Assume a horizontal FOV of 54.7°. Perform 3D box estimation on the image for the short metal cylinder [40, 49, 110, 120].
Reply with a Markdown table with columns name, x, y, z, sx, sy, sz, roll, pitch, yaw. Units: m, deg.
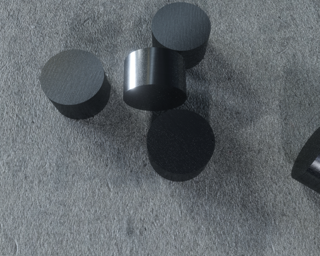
| name | x | y | z | sx | sy | sz | roll | pitch | yaw |
| --- | --- | --- | --- | --- | --- | --- | --- | --- | --- |
| short metal cylinder | -0.111 | -0.057 | 0.415 | 0.081 | 0.050 | 0.080 | 0 | 70 | 0 |

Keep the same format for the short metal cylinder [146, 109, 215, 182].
| name | x | y | z | sx | sy | sz | roll | pitch | yaw |
| --- | --- | --- | --- | --- | --- | --- | --- | --- | --- |
| short metal cylinder | 0.024 | 0.023 | 0.386 | 0.081 | 0.050 | 0.080 | 0 | 70 | 0 |

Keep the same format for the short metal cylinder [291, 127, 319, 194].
| name | x | y | z | sx | sy | sz | roll | pitch | yaw |
| --- | --- | --- | --- | --- | --- | --- | --- | --- | --- |
| short metal cylinder | 0.201 | 0.039 | 0.366 | 0.050 | 0.080 | 0.080 | 31 | 73 | 10 |

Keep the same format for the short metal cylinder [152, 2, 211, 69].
| name | x | y | z | sx | sy | sz | roll | pitch | yaw |
| --- | --- | --- | --- | --- | --- | --- | --- | --- | --- |
| short metal cylinder | 0.029 | -0.130 | 0.442 | 0.081 | 0.050 | 0.080 | 0 | 70 | 0 |

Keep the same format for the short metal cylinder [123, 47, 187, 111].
| name | x | y | z | sx | sy | sz | roll | pitch | yaw |
| --- | --- | --- | --- | --- | --- | --- | --- | --- | --- |
| short metal cylinder | -0.007 | -0.060 | 0.401 | 0.081 | 0.080 | 0.050 | -1 | 70 | 0 |
